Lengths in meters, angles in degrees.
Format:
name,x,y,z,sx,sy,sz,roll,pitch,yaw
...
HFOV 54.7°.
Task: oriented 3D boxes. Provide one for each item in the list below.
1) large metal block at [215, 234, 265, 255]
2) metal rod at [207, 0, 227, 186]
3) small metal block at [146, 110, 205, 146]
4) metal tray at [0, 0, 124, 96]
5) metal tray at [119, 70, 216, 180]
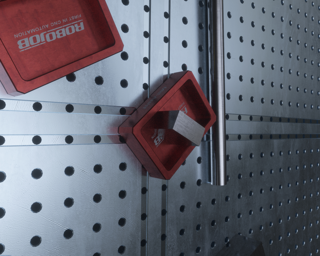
name,x,y,z,sx,sy,sz,roll,pitch,yaw
large metal block,0.133,0.237,0.508,0.081,0.050,0.080,-28,108,-37
metal rod,0.089,-0.061,0.486,0.025,0.025,0.298,-3,92,-40
small metal block,0.020,0.001,0.395,0.050,0.050,0.025,33,70,-36
metal tray,-0.109,-0.099,0.315,0.131,0.030,0.090,-35,112,-35
metal tray,0.016,-0.006,0.421,0.131,0.030,0.090,-48,119,-29
